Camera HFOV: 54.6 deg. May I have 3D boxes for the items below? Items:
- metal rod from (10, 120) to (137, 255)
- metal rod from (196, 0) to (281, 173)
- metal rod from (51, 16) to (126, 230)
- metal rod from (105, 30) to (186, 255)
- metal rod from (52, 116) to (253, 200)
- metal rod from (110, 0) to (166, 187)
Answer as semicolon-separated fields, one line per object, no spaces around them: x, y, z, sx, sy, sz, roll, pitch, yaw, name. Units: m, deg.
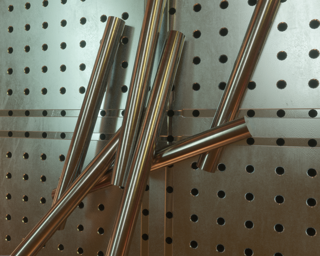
-0.113;0.090;0.404;0.025;0.025;0.300;38;83;16;metal rod
0.107;-0.088;0.374;0.025;0.025;0.298;22;97;19;metal rod
-0.102;-0.008;0.430;0.025;0.025;0.299;16;88;19;metal rod
-0.016;0.020;0.378;0.025;0.025;0.299;11;78;20;metal rod
-0.027;0.050;0.406;0.300;0.025;0.025;-22;83;24;metal rod
-0.022;-0.076;0.398;0.025;0.025;0.299;9;85;20;metal rod
